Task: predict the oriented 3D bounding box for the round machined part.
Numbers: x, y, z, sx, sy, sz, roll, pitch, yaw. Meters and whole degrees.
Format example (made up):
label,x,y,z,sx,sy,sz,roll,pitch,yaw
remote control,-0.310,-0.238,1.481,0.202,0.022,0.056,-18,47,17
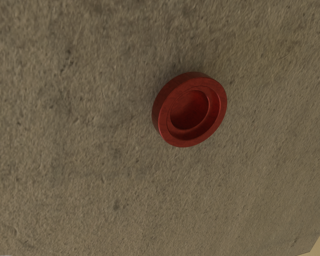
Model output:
label,x,y,z,sx,sy,sz,roll,pitch,yaw
round machined part,0.034,-0.027,0.400,0.099,0.042,0.097,-14,125,-21
